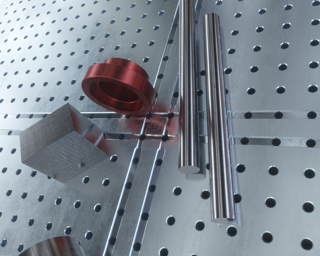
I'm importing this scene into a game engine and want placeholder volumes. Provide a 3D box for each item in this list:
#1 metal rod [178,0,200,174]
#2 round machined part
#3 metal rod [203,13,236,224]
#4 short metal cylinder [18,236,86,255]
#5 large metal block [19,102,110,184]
[{"bbox_3d":[0.039,-0.080,0.435,0.025,0.025,0.299,-11,57,22],"label":"metal rod"},{"bbox_3d":[-0.053,-0.059,0.424,0.098,0.098,0.042,3,64,29],"label":"round machined part"},{"bbox_3d":[0.071,-0.034,0.391,0.025,0.025,0.299,-11,57,22],"label":"metal rod"},{"bbox_3d":[-0.115,0.163,0.331,0.080,0.080,0.050,-41,51,0],"label":"short metal cylinder"},{"bbox_3d":[-0.129,0.024,0.424,0.080,0.080,0.050,-31,52,8],"label":"large metal block"}]
